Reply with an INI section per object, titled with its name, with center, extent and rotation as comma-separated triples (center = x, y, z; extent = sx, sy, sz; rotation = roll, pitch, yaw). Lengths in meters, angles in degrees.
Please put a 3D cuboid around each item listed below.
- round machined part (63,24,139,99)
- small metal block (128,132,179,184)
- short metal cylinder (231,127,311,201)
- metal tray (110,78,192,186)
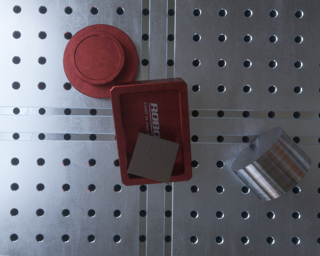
[round machined part]
center = -0.078, -0.088, 0.404
extent = 0.099, 0.042, 0.097
rotation = 0, 90, 0
[small metal block]
center = -0.009, 0.037, 0.381
extent = 0.050, 0.025, 0.050
rotation = 17, 80, -7
[short metal cylinder]
center = 0.137, 0.044, 0.387
extent = 0.080, 0.080, 0.050
rotation = -43, 90, 0
[metal tray]
center = -0.009, 0.006, 0.392
extent = 0.091, 0.030, 0.129
rotation = -5, 107, 0
